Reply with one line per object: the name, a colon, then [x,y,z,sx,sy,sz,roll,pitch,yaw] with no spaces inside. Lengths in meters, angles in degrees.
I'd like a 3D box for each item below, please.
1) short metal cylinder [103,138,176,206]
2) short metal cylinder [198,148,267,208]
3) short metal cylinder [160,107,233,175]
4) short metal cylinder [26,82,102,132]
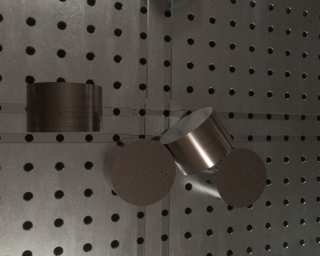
short metal cylinder: [-0.027,0.053,0.390,0.081,0.050,0.079,0,90,-20]
short metal cylinder: [0.102,0.067,0.439,0.081,0.050,0.079,0,90,-21]
short metal cylinder: [0.047,0.016,0.402,0.080,0.080,0.050,-39,103,-16]
short metal cylinder: [-0.105,-0.021,0.345,0.081,0.080,0.050,0,91,-20]
